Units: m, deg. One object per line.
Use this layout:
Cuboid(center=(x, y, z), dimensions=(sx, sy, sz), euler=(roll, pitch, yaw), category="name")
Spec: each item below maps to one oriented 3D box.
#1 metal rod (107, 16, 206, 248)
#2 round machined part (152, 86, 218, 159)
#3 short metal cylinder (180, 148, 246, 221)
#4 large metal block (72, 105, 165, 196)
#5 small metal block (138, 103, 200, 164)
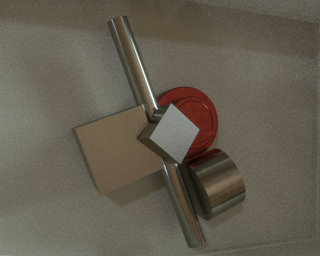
Cuboid(center=(-0.002, 0.011, 0.387), dimensions=(0.025, 0.025, 0.298), euler=(-22, 98, -19), category="metal rod")
Cuboid(center=(0.035, -0.007, 0.413), dimensions=(0.099, 0.042, 0.097), euler=(0, 90, -21), category="round machined part")
Cuboid(center=(0.065, 0.073, 0.405), dimensions=(0.050, 0.080, 0.080), euler=(-22, 98, -19), category="short metal cylinder")
Cuboid(center=(-0.052, 0.024, 0.375), dimensions=(0.081, 0.050, 0.080), euler=(-22, 98, -19), category="large metal block")
Cuboid(center=(0.011, 0.007, 0.363), dimensions=(0.050, 0.025, 0.050), euler=(41, 65, -23), category="small metal block")
